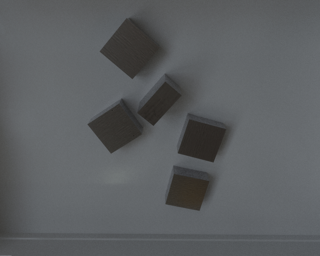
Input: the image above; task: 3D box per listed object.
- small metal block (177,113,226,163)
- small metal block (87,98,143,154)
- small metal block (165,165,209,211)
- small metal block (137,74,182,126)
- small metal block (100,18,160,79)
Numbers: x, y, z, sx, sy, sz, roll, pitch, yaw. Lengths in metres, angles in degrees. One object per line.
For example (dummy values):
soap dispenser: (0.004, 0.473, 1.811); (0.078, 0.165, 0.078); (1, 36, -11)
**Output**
small metal block: (0.055, 0.013, 0.417); (0.050, 0.025, 0.050); (15, 109, -6)
small metal block: (-0.058, -0.003, 0.410); (0.050, 0.025, 0.050); (-32, 107, 11)
small metal block: (0.038, 0.086, 0.443); (0.050, 0.025, 0.050); (12, 110, -5)
small metal block: (-0.001, -0.036, 0.384); (0.025, 0.050, 0.050); (39, 105, -13)
small metal block: (-0.036, -0.096, 0.375); (0.050, 0.025, 0.050); (40, 105, -14)
